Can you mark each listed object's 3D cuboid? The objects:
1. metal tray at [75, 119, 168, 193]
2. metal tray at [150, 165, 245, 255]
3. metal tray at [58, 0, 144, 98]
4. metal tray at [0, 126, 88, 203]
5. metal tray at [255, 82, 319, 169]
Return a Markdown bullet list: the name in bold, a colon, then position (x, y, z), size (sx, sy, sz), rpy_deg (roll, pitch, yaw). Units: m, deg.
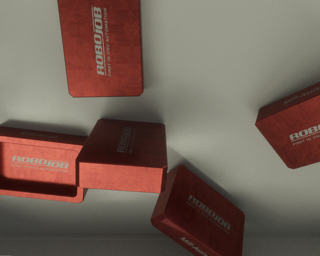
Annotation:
- **metal tray**: position (-0.039, 0.027, 0.365), size (0.091, 0.130, 0.030), rpy_deg (5, 110, -2)
- **metal tray**: position (0.057, 0.122, 0.420), size (0.130, 0.090, 0.030), rpy_deg (39, 130, -13)
- **metal tray**: position (-0.067, -0.103, 0.370), size (0.091, 0.030, 0.129), rpy_deg (-1, 110, 0)
- **metal tray**: position (-0.165, 0.051, 0.424), size (0.131, 0.030, 0.089), rpy_deg (7, 110, -3)
- **metal tray**: position (0.197, -0.006, 0.377), size (0.130, 0.030, 0.090), rpy_deg (-28, 110, 40)
